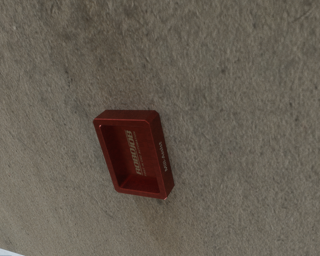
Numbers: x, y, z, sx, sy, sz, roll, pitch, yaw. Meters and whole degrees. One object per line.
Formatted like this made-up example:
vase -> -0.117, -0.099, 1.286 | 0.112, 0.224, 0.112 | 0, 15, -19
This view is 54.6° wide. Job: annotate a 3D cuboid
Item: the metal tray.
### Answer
metal tray -> -0.036, 0.038, 0.446 | 0.090, 0.030, 0.129 | 2, 120, 27
